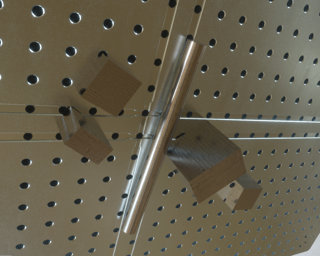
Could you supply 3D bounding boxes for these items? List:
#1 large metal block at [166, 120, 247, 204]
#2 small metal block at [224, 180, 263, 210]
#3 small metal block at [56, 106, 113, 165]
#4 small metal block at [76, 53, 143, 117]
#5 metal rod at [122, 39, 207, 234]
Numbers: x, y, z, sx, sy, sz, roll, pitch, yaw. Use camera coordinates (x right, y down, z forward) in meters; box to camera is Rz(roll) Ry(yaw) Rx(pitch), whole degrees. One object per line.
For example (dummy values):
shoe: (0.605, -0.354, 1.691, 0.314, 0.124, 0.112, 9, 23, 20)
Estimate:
large metal block: (0.061, 0.046, 0.439, 0.080, 0.080, 0.050, -31, 129, -9)
small metal block: (0.156, 0.125, 0.577, 0.050, 0.025, 0.050, 7, 115, -32)
small metal block: (-0.087, 0.009, 0.354, 0.025, 0.050, 0.050, -46, 130, 3)
small metal block: (-0.057, -0.048, 0.351, 0.050, 0.025, 0.050, 32, 100, -39)
metal rod: (-0.001, 0.027, 0.428, 0.025, 0.025, 0.298, 5, 116, -31)
